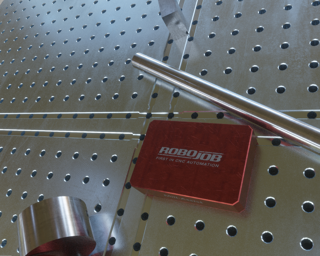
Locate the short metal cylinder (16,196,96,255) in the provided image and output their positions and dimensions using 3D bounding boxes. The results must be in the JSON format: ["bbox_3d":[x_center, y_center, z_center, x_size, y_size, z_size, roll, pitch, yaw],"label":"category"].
[{"bbox_3d":[-0.120,0.124,0.358,0.080,0.080,0.050,-33,52,6],"label":"short metal cylinder"}]

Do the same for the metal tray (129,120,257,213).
[{"bbox_3d":[0.038,0.039,0.360,0.130,0.030,0.090,4,64,29],"label":"metal tray"}]

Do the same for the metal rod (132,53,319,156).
[{"bbox_3d":[0.067,-0.044,0.399,0.300,0.025,0.025,32,79,37],"label":"metal rod"}]

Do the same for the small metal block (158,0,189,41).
[{"bbox_3d":[0.021,-0.176,0.488,0.025,0.050,0.050,-20,54,16],"label":"small metal block"}]
